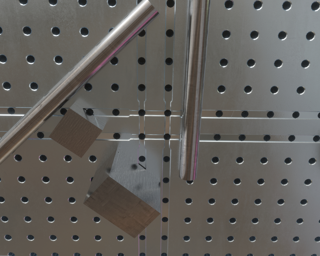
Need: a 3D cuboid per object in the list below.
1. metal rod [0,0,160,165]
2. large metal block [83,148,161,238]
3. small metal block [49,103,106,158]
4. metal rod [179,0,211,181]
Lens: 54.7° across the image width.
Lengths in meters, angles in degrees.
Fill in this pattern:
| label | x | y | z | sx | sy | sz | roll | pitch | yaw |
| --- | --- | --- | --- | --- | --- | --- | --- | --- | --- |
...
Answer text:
| label | x | y | z | sx | sy | sz | roll | pitch | yaw |
| --- | --- | --- | --- | --- | --- | --- | --- | --- | --- |
| metal rod | -0.121 | -0.049 | 0.393 | 0.300 | 0.025 | 0.025 | -40 | 106 | 13 |
| large metal block | -0.046 | 0.084 | 0.415 | 0.080 | 0.080 | 0.050 | 39 | 105 | -14 |
| small metal block | -0.110 | 0.003 | 0.413 | 0.050 | 0.025 | 0.050 | 36 | 106 | -13 |
| metal rod | 0.044 | -0.071 | 0.387 | 0.025 | 0.025 | 0.298 | 1 | 110 | -1 |
